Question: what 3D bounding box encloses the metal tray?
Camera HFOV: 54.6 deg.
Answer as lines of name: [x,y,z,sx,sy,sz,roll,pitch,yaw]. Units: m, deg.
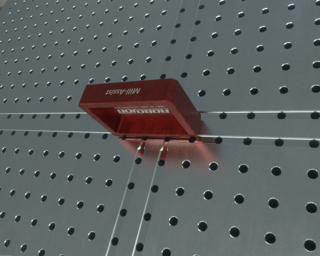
metal tray: [-0.024,-0.021,0.393,0.130,0.090,0.030,0,62,28]
